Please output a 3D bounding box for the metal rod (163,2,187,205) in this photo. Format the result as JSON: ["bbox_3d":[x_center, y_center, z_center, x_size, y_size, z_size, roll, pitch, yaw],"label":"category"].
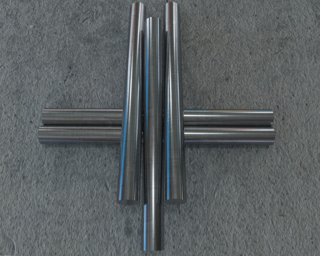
[{"bbox_3d":[0.017,-0.052,0.406,0.025,0.025,0.299,0,62,0],"label":"metal rod"}]

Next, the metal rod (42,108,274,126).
[{"bbox_3d":[-0.002,-0.014,0.415,0.302,0.025,0.025,0,70,-1],"label":"metal rod"}]

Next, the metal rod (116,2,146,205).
[{"bbox_3d":[-0.034,-0.051,0.405,0.025,0.025,0.299,0,62,0],"label":"metal rod"}]

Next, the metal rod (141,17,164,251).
[{"bbox_3d":[-0.008,-0.008,0.385,0.025,0.025,0.299,0,70,-1],"label":"metal rod"}]

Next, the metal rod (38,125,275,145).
[{"bbox_3d":[-0.004,0.010,0.407,0.302,0.025,0.025,0,70,-1],"label":"metal rod"}]
